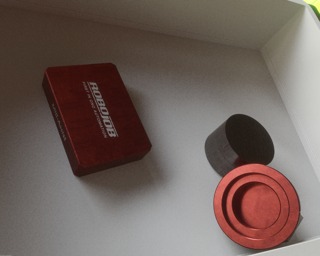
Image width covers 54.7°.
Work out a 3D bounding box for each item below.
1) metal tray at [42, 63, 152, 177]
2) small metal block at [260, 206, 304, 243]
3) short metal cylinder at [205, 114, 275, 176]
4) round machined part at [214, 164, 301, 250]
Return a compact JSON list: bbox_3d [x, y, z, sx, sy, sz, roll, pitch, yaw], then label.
[{"bbox_3d":[-0.076,-0.016,0.372,0.091,0.030,0.130,-13,68,-34],"label":"metal tray"},{"bbox_3d":[0.159,0.120,0.420,0.050,0.025,0.050,-33,80,-38],"label":"small metal block"},{"bbox_3d":[0.110,0.027,0.433,0.081,0.050,0.080,15,53,-21],"label":"short metal cylinder"},{"bbox_3d":[0.119,0.095,0.380,0.042,0.098,0.098,28,40,-61],"label":"round machined part"}]
